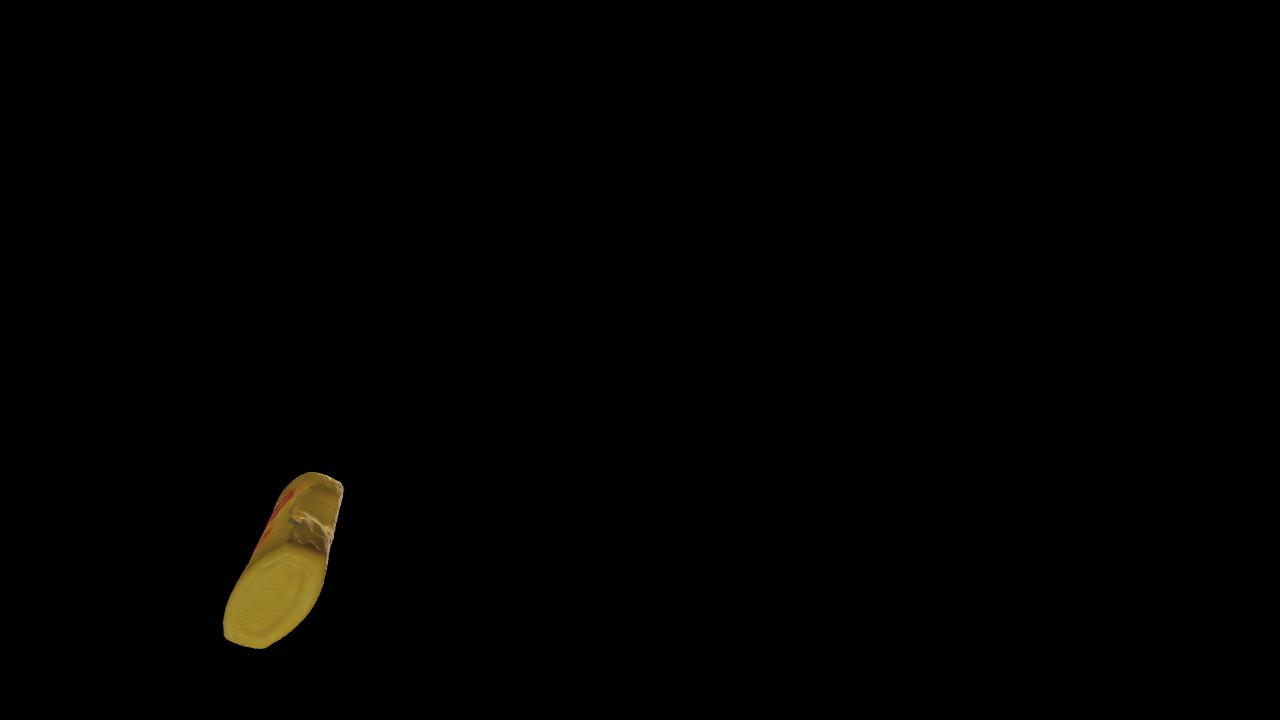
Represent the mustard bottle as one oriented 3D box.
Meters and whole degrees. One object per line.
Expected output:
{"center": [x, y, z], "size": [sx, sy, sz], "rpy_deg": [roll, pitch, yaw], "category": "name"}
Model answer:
{"center": [-0.287, 0.145, 0.518], "size": [0.054, 0.092, 0.184], "rpy_deg": [27, 7, -24], "category": "mustard bottle"}
